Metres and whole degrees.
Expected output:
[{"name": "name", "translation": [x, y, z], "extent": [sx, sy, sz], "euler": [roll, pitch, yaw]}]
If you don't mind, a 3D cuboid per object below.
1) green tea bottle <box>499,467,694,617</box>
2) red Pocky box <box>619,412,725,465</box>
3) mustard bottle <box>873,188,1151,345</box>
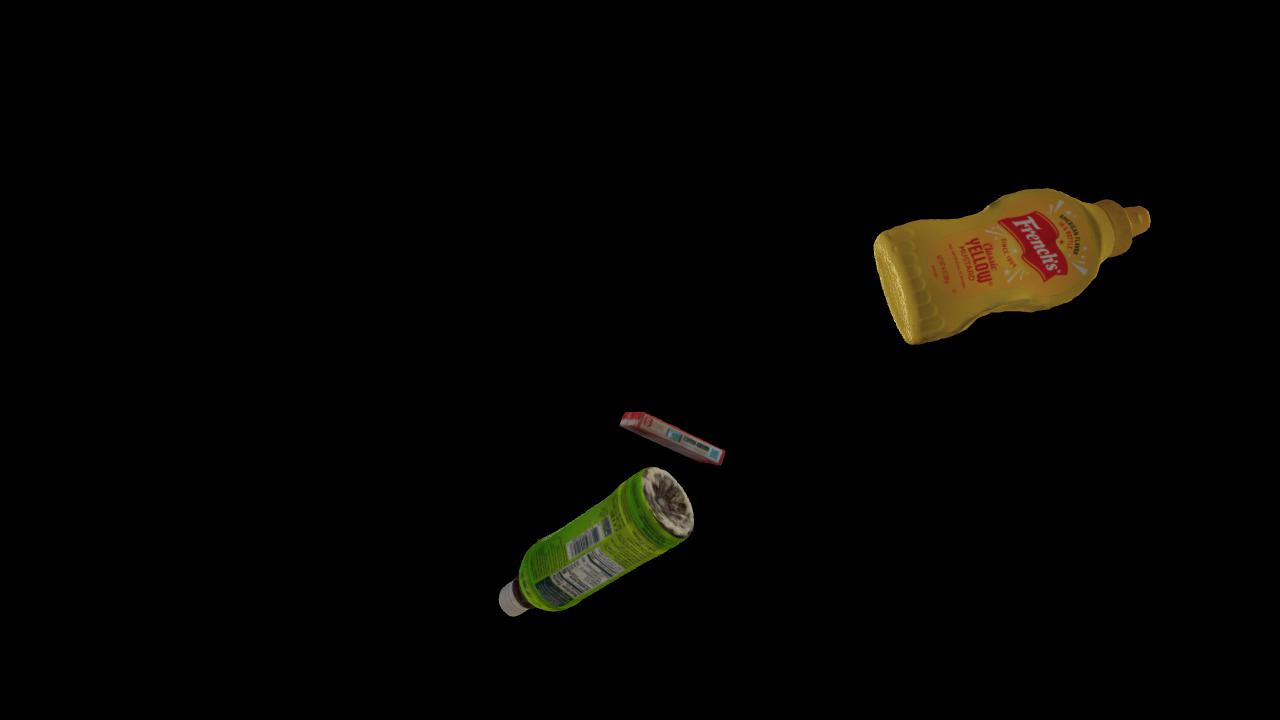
[{"name": "green tea bottle", "translation": [-0.051, 0.175, 0.556], "extent": [0.212, 0.073, 0.073], "euler": [-36, -16, 22]}, {"name": "red Pocky box", "translation": [0.050, 0.122, 0.965], "extent": [0.155, 0.028, 0.083], "euler": [27, -14, -18]}, {"name": "mustard bottle", "translation": [0.276, -0.077, 0.453], "extent": [0.184, 0.092, 0.054], "euler": [-16, -14, 5]}]
